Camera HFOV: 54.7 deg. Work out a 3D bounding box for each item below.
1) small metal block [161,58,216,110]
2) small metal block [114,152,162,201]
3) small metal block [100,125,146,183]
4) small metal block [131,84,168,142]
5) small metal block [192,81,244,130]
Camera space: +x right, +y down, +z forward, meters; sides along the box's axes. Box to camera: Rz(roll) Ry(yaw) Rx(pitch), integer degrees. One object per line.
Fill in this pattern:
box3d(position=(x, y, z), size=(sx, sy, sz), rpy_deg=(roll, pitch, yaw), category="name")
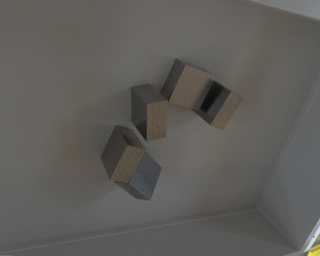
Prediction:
box3d(position=(0.035, -0.055, 0.396), size=(0.050, 0.025, 0.050), rpy_deg=(12, 112, -34), category="small metal block")
box3d(position=(-0.028, 0.063, 0.417), size=(0.050, 0.025, 0.050), rpy_deg=(49, 50, -40), category="small metal block")
box3d(position=(-0.048, 0.032, 0.387), size=(0.025, 0.050, 0.050), rpy_deg=(17, 109, -32), category="small metal block")
box3d(position=(-0.014, -0.019, 0.374), size=(0.025, 0.050, 0.050), rpy_deg=(-12, 124, -22), category="small metal block")
box3d(position=(0.075, -0.033, 0.415), size=(0.025, 0.050, 0.050), rpy_deg=(19, 108, -36), category="small metal block")
